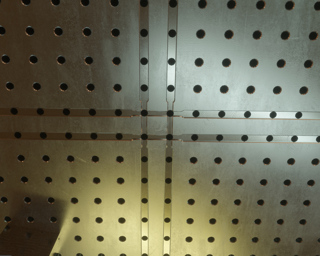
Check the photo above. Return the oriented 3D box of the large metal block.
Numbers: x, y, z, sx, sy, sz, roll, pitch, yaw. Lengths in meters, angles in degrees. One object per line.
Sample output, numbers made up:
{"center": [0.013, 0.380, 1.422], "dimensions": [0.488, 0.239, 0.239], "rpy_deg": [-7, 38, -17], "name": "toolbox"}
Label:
{"center": [-0.202, 0.193, 0.454], "dimensions": [0.080, 0.080, 0.050], "rpy_deg": [12, 110, -4], "name": "large metal block"}
